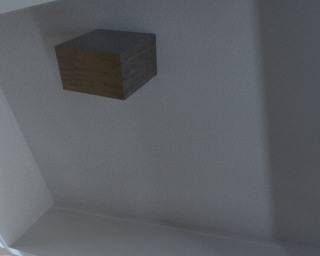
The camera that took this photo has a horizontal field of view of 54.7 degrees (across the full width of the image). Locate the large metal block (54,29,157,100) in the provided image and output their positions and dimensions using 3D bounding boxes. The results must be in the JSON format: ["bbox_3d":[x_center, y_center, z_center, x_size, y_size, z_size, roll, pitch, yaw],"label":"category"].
[{"bbox_3d":[-0.057,-0.077,0.356,0.080,0.080,0.050,12,123,22],"label":"large metal block"}]
